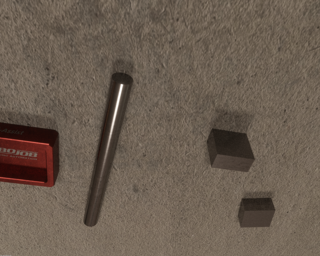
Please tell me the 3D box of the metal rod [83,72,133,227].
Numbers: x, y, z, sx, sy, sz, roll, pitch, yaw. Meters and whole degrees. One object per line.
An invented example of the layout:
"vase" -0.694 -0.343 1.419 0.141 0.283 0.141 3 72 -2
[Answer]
"metal rod" -0.082 0.052 0.450 0.025 0.025 0.298 11 129 -10

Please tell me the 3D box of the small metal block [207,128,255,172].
"small metal block" 0.094 0.030 0.418 0.050 0.050 0.025 9 130 -8

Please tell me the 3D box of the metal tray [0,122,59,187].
"metal tray" -0.211 0.036 0.431 0.131 0.030 0.089 8 130 -8

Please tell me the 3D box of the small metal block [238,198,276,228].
"small metal block" 0.166 0.147 0.535 0.050 0.025 0.050 -1 130 0
